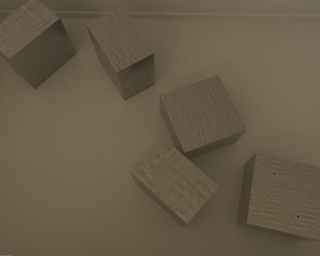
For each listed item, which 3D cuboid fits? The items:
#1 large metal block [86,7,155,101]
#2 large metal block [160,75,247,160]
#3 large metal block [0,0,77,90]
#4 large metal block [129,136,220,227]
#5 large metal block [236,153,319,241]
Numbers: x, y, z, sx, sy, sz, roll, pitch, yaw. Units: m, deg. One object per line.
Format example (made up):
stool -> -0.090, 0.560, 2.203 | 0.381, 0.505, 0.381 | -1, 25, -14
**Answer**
large metal block -> -0.050, -0.096, 0.415 | 0.050, 0.080, 0.080 | -30, 73, -10
large metal block -> 0.052, -0.011, 0.401 | 0.080, 0.050, 0.080 | -20, 71, -7
large metal block -> -0.170, -0.112, 0.420 | 0.050, 0.080, 0.080 | 40, 75, 13
large metal block -> 0.014, 0.065, 0.357 | 0.080, 0.080, 0.050 | 41, 75, 13
large metal block -> 0.142, 0.083, 0.367 | 0.080, 0.050, 0.080 | 12, 70, 4
